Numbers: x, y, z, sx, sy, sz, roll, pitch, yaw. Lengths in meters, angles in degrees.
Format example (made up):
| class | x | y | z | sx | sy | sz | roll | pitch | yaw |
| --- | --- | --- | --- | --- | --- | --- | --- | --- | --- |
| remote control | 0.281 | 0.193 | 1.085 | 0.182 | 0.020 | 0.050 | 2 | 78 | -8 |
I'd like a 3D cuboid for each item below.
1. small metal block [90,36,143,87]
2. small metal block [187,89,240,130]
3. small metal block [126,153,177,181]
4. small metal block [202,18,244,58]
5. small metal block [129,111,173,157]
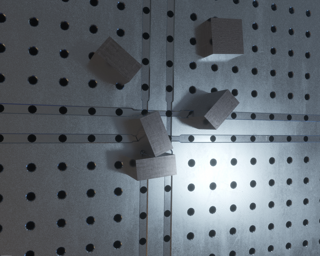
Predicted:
| class | x | y | z | sx | sy | sz | roll | pitch | yaw |
| --- | --- | --- | --- | --- | --- | --- | --- | --- | --- |
| small metal block | -0.055 | -0.079 | 0.379 | 0.050 | 0.050 | 0.025 | 41 | 77 | -16 |
| small metal block | 0.072 | -0.024 | 0.426 | 0.025 | 0.050 | 0.050 | 46 | 76 | -14 |
| small metal block | -0.012 | 0.047 | 0.395 | 0.050 | 0.050 | 0.025 | -6 | 92 | -20 |
| small metal block | 0.091 | -0.129 | 0.445 | 0.050 | 0.025 | 0.050 | -5 | 92 | -20 |
| small metal block | -0.012 | 0.007 | 0.395 | 0.025 | 0.050 | 0.050 | -24 | 98 | -18 |
